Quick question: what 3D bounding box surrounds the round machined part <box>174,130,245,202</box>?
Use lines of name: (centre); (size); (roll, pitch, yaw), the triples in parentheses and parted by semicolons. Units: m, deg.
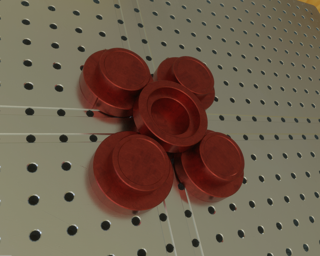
round machined part: (0.072, 0.044, 0.410); (0.099, 0.042, 0.098); (14, 56, -21)

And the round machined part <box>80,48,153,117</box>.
round machined part: (-0.052, -0.067, 0.410); (0.099, 0.042, 0.098); (14, 56, -21)

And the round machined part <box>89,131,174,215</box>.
round machined part: (-0.028, 0.046, 0.356); (0.099, 0.042, 0.098); (14, 56, -21)

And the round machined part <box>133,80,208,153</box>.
round machined part: (0.010, -0.011, 0.409); (0.099, 0.042, 0.098); (14, 56, -21)

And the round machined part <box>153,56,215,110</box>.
round machined part: (0.041, -0.068, 0.462); (0.099, 0.042, 0.098); (14, 56, -21)
